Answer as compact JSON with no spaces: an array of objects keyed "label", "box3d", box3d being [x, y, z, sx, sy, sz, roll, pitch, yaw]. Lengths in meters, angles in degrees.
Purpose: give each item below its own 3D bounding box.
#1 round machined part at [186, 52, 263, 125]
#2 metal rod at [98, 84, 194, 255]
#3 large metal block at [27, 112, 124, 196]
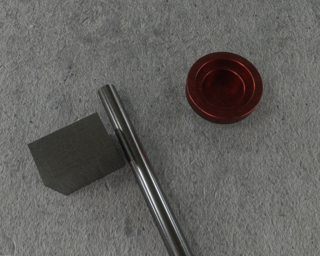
[{"label":"round machined part","box3d":[0.084,-0.050,0.418,0.099,0.042,0.098,0,70,-1]},{"label":"metal rod","box3d":[-0.011,0.075,0.380,0.025,0.025,0.299,-24,72,-9]},{"label":"large metal block","box3d":[-0.094,0.034,0.365,0.080,0.080,0.050,-27,73,-10]}]
